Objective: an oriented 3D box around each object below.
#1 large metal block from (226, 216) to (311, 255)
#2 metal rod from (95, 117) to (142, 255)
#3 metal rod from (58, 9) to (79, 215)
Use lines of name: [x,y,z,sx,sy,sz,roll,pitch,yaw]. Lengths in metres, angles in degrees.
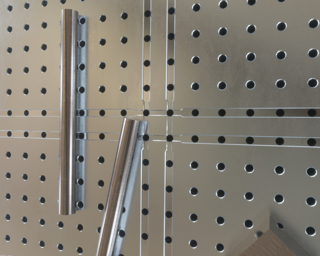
large metal block: [0.127,0.164,0.354,0.080,0.050,0.080,45,104,14]
metal rod: [-0.069,0.133,0.436,0.025,0.025,0.298,14,94,19]
metal rod: [-0.136,-0.023,0.460,0.025,0.025,0.298,1,90,20]
